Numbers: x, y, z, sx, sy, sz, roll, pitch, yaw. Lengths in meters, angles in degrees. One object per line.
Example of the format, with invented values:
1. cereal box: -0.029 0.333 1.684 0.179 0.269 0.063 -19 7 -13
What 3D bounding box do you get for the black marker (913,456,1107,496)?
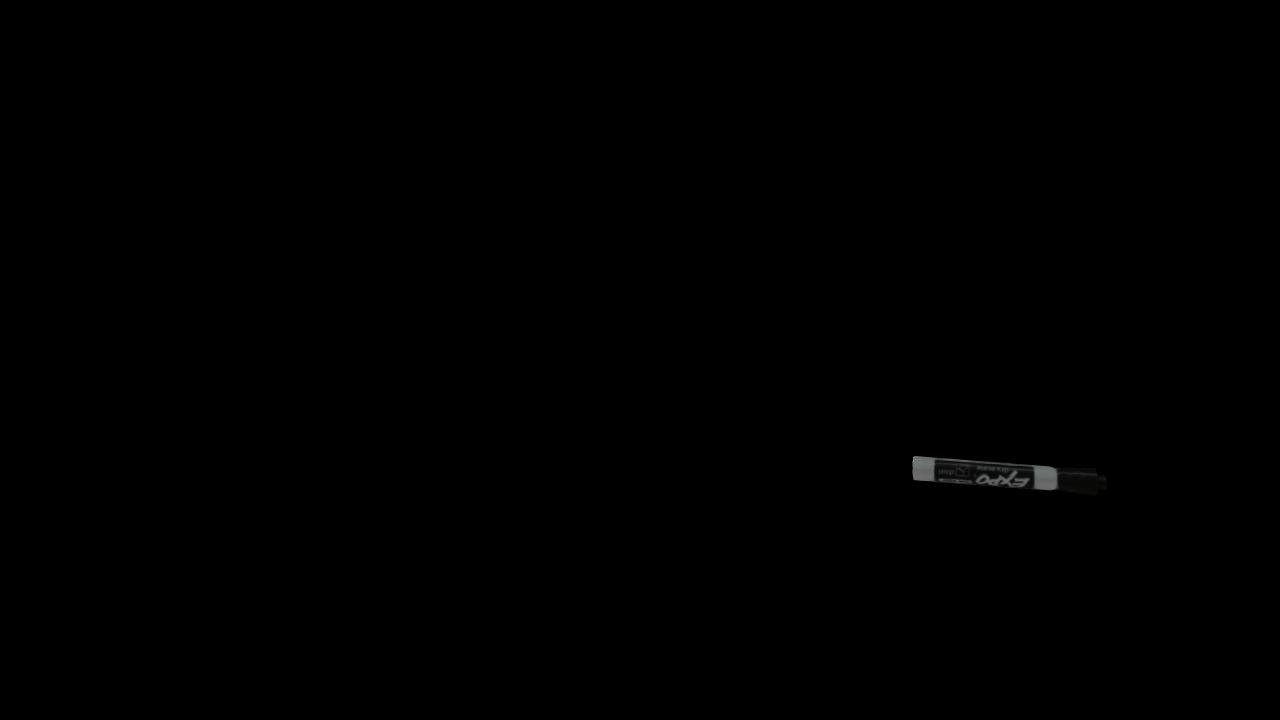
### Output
1. black marker: 0.266 0.084 0.450 0.121 0.020 0.020 0 0 28
